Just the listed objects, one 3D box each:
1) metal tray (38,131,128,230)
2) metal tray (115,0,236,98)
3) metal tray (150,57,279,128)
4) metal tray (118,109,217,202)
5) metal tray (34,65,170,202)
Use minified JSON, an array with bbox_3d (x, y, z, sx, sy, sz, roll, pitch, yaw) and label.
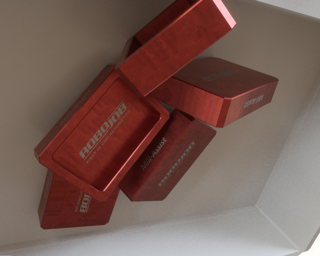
[{"bbox_3d":[-0.096,0.068,0.396,0.091,0.030,0.129,6,115,-32],"label":"metal tray"},{"bbox_3d":[0.009,-0.084,0.281,0.090,0.130,0.030,-36,111,14],"label":"metal tray"},{"bbox_3d":[0.063,-0.046,0.343,0.131,0.090,0.030,-22,132,-48],"label":"metal tray"},{"bbox_3d":[0.013,0.040,0.417,0.130,0.030,0.090,-53,151,8],"label":"metal tray"},{"bbox_3d":[-0.060,0.005,0.345,0.090,0.030,0.130,44,77,-30],"label":"metal tray"}]
